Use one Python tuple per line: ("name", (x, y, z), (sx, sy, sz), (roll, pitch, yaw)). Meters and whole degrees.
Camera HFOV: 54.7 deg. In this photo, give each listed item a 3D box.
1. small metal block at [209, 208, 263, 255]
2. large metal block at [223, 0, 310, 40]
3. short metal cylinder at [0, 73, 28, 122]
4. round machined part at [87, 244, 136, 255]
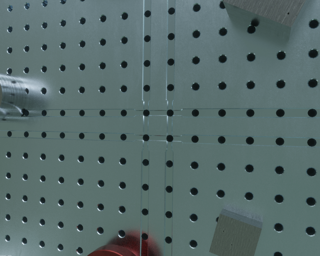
("small metal block", (0.093, 0.134, 0.380), (0.050, 0.025, 0.050), (16, 95, 19))
("large metal block", (0.130, -0.159, 0.353), (0.080, 0.050, 0.080), (29, 100, 17))
("short metal cylinder", (-0.261, -0.049, 0.492), (0.080, 0.050, 0.080), (0, 90, 20))
("round machined part", (-0.060, 0.209, 0.425), (0.098, 0.042, 0.097), (0, 90, 20))
